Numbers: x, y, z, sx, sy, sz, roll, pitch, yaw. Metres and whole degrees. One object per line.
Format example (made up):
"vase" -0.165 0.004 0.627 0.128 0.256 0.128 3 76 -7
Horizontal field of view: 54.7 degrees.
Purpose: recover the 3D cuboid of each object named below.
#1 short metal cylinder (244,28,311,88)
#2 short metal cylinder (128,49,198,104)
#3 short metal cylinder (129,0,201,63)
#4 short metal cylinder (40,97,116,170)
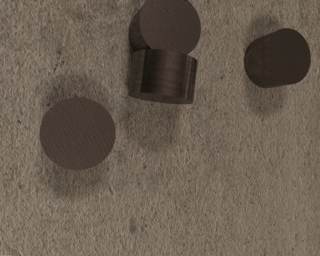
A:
"short metal cylinder" 0.174 -0.102 0.462 0.081 0.050 0.079 0 90 -21
"short metal cylinder" 0.004 -0.060 0.382 0.081 0.080 0.050 8 88 -20
"short metal cylinder" 0.005 -0.125 0.398 0.081 0.050 0.079 0 90 -21
"short metal cylinder" -0.097 0.006 0.361 0.081 0.050 0.079 0 90 -21
